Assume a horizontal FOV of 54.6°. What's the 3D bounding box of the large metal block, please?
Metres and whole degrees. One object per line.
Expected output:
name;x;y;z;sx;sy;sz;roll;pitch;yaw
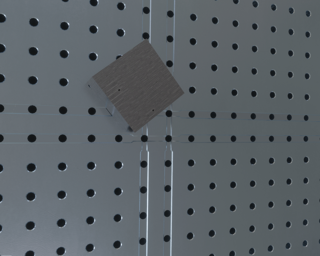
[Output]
large metal block;-0.031;-0.050;0.388;0.080;0.050;0.080;-40;103;-16
